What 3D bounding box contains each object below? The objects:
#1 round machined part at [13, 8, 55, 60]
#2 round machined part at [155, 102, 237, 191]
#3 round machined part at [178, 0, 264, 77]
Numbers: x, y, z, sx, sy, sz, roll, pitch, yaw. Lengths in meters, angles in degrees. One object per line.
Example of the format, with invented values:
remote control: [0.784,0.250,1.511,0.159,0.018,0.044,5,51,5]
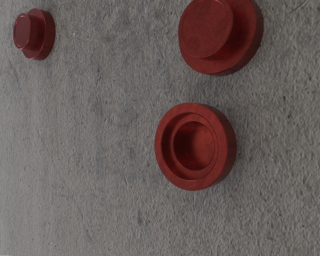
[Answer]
round machined part: [-0.248,-0.183,0.599,0.098,0.042,0.097,0,90,40]
round machined part: [0.044,0.020,0.358,0.098,0.042,0.097,0,90,40]
round machined part: [0.059,-0.109,0.345,0.098,0.042,0.097,0,90,40]
